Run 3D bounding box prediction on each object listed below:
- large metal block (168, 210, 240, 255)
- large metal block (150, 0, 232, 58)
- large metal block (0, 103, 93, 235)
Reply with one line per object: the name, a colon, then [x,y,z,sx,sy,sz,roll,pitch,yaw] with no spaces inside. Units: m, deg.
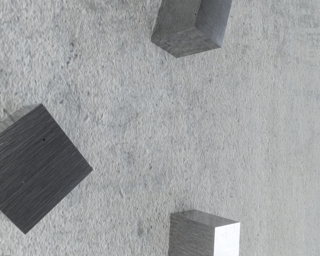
large metal block: [0.058,0.161,0.417,0.050,0.080,0.080,5,87,-40]
large metal block: [0.041,-0.145,0.403,0.050,0.080,0.080,24,75,-38]
large metal block: [-0.124,0.034,0.284,0.080,0.050,0.080,-46,118,-30]
